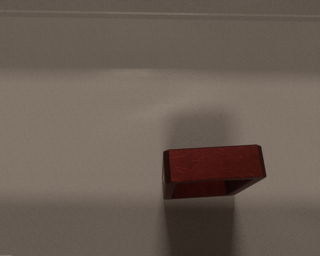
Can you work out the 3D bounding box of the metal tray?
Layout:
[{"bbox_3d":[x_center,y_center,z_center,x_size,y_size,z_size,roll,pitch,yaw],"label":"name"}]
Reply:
[{"bbox_3d":[0.049,0.053,0.335,0.091,0.130,0.030,-3,70,-2],"label":"metal tray"}]
